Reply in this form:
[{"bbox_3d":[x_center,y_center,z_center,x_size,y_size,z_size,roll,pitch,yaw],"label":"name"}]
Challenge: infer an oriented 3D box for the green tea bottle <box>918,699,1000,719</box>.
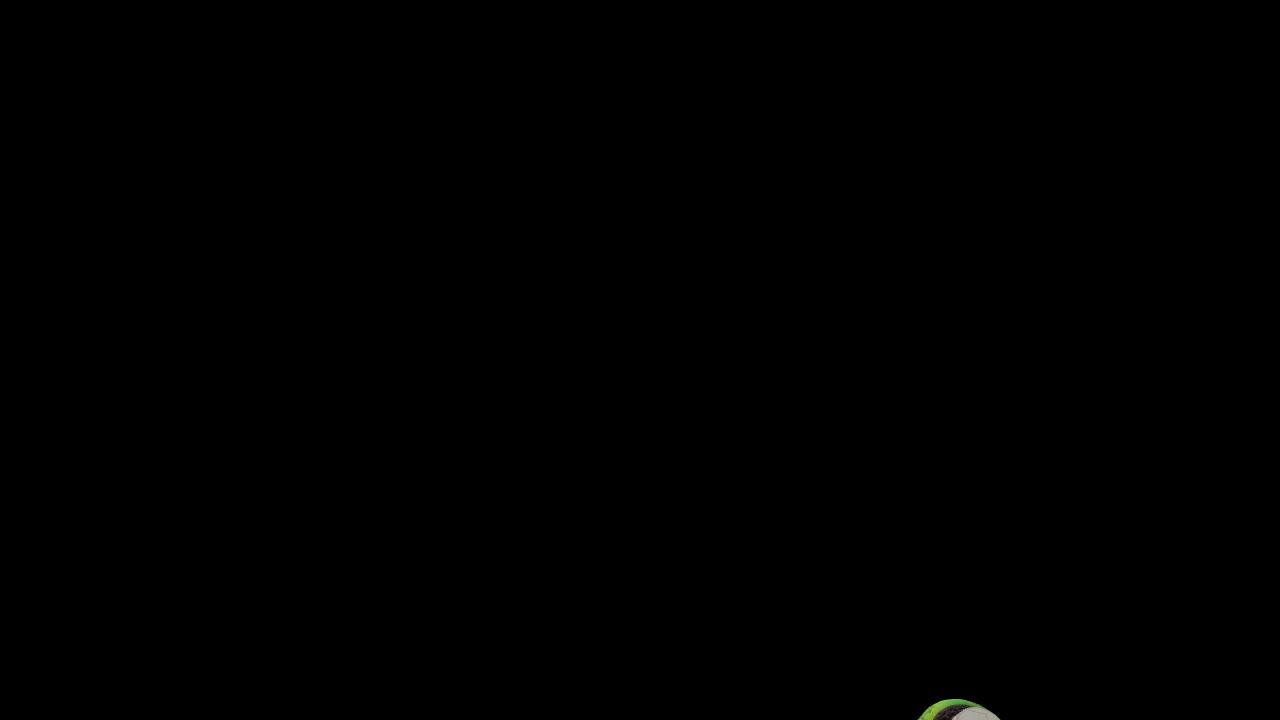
[{"bbox_3d":[0.236,0.299,0.458,0.073,0.073,0.212,0,-43,17],"label":"green tea bottle"}]
